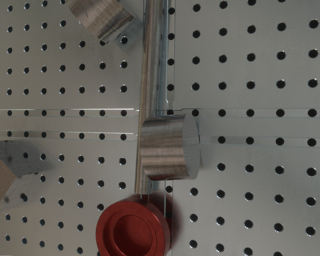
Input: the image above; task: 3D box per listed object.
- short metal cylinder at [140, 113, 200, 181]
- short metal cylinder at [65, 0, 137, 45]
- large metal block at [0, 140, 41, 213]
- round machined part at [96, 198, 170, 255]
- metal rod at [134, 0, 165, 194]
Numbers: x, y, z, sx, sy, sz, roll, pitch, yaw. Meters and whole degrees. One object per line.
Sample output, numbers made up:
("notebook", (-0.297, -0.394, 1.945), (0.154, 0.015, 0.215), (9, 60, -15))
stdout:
("short metal cylinder", (0.015, 0.024, 0.378), (0.050, 0.080, 0.080), (-6, 88, 20))
("short metal cylinder", (-0.077, -0.158, 0.410), (0.050, 0.080, 0.080), (-41, 77, 15))
("large metal block", (-0.251, 0.076, 0.488), (0.080, 0.050, 0.080), (40, 103, 15))
("round machined part", (-0.033, 0.142, 0.415), (0.098, 0.042, 0.097), (0, 90, 20))
("metal rod", (-0.013, -0.062, 0.417), (0.025, 0.025, 0.298), (4, 91, 20))
